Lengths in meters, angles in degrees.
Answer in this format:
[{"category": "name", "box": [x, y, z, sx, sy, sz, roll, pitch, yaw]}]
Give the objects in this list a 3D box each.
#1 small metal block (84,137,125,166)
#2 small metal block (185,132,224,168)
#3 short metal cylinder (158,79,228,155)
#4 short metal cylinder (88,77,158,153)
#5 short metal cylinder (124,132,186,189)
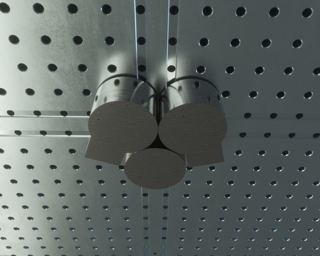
[{"category": "small metal block", "box": [-0.071, 0.021, 0.424, 0.050, 0.025, 0.050, 16, 128, -14]}, {"category": "small metal block", "box": [0.059, 0.025, 0.430, 0.050, 0.025, 0.050, -11, 130, 9]}, {"category": "short metal cylinder", "box": [0.038, -0.013, 0.380, 0.081, 0.050, 0.079, 0, 130, 0]}, {"category": "short metal cylinder", "box": [-0.043, -0.015, 0.377, 0.081, 0.050, 0.079, 0, 130, 0]}, {"category": "short metal cylinder", "box": [-0.006, 0.039, 0.423, 0.081, 0.050, 0.079, 0, 130, 0]}]
